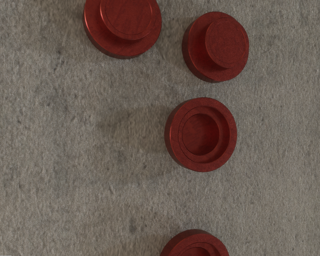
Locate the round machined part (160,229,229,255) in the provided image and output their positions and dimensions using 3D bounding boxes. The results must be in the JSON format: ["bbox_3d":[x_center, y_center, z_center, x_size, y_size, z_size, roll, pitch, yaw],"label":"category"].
[{"bbox_3d":[0.041,0.185,0.417,0.099,0.042,0.097,0,90,-21],"label":"round machined part"}]

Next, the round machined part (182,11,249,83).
[{"bbox_3d":[0.084,-0.114,0.432,0.099,0.042,0.097,0,90,-21],"label":"round machined part"}]

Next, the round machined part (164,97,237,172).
[{"bbox_3d":[0.051,0.009,0.420,0.099,0.042,0.097,0,90,-21],"label":"round machined part"}]

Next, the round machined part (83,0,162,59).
[{"bbox_3d":[-0.043,-0.138,0.385,0.099,0.042,0.097,0,90,-21],"label":"round machined part"}]
